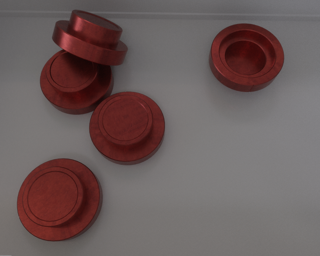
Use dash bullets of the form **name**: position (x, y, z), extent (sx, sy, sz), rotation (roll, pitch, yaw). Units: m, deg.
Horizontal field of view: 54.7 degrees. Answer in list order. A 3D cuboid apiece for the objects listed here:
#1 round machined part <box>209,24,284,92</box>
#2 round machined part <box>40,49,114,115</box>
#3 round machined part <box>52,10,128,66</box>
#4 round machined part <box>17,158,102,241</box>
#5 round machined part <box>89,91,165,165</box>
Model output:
- **round machined part**: position (0.118, -0.094, 0.435), extent (0.099, 0.042, 0.098), rotation (0, 70, 0)
- **round machined part**: position (-0.116, -0.071, 0.426), extent (0.099, 0.042, 0.098), rotation (0, 70, 0)
- **round machined part**: position (-0.089, -0.125, 0.415), extent (0.098, 0.098, 0.042), rotation (29, 114, 10)
- **round machined part**: position (-0.121, 0.083, 0.369), extent (0.099, 0.042, 0.098), rotation (0, 70, 0)
- **round machined part**: position (-0.043, -0.004, 0.402), extent (0.099, 0.042, 0.098), rotation (0, 70, 0)
